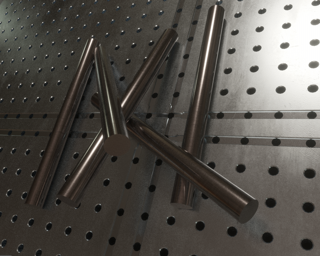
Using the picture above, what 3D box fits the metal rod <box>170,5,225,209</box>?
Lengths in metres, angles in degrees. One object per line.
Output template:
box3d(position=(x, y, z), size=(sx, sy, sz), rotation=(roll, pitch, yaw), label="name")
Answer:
box3d(position=(0.055, -0.045, 0.406), size=(0.025, 0.025, 0.300), rotation=(-1, 61, 27), label="metal rod")

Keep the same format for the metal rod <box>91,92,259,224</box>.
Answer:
box3d(position=(-0.009, 0.014, 0.378), size=(0.025, 0.025, 0.300), rotation=(-49, 44, -7), label="metal rod")

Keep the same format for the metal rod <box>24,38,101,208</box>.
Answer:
box3d(position=(-0.148, -0.023, 0.497), size=(0.025, 0.025, 0.299), rotation=(-2, 60, 27), label="metal rod")

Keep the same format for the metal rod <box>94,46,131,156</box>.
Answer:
box3d(position=(-0.072, -0.058, 0.417), size=(0.025, 0.025, 0.300), rotation=(-33, 32, 6), label="metal rod")

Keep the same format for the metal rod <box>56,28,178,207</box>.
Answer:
box3d(position=(-0.040, -0.035, 0.405), size=(0.025, 0.025, 0.301), rotation=(5, 50, 30), label="metal rod")
